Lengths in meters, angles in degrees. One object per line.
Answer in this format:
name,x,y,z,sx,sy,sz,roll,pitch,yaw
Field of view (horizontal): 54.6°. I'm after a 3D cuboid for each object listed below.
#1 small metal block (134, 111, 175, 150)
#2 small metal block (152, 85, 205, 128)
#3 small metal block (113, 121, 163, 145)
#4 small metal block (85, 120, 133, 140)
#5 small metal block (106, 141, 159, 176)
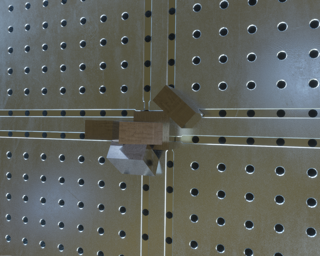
small metal block,-0.008,0.003,0.416,0.050,0.025,0.050,2,90,19
small metal block,0.025,-0.026,0.391,0.050,0.050,0.025,45,103,14
small metal block,-0.028,0.005,0.372,0.050,0.050,0.025,2,92,-17
small metal block,-0.066,0.002,0.423,0.050,0.050,0.025,2,91,20
small metal block,-0.034,0.041,0.409,0.050,0.050,0.025,1,59,20
